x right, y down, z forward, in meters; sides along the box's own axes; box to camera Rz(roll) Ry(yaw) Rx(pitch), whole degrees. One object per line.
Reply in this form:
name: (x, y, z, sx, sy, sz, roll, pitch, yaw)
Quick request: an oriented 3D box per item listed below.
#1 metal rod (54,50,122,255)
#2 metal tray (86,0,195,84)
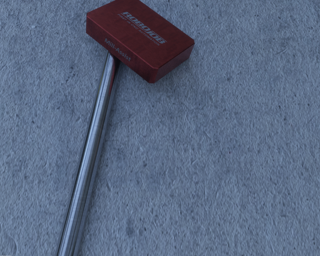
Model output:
metal rod: (-0.086, 0.018, 0.401, 0.025, 0.025, 0.299, 8, 70, 3)
metal tray: (-0.028, -0.129, 0.438, 0.130, 0.030, 0.090, 40, 56, 13)
